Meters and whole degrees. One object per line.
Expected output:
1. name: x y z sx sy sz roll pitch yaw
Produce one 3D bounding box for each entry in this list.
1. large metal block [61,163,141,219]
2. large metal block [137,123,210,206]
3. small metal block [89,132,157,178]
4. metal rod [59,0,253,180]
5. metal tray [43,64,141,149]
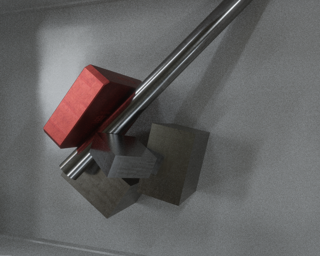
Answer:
1. large metal block: -0.064 0.062 0.403 0.080 0.080 0.050 38 102 15
2. large metal block: 0.019 0.039 0.373 0.050 0.080 0.079 14 95 19
3. small metal block: -0.040 0.029 0.330 0.050 0.050 0.025 40 114 47
4. metal rod: 0.000 -0.057 0.360 0.025 0.025 0.300 43 86 14
5. metal tray: -0.066 -0.022 0.375 0.030 0.130 0.090 42 104 16
